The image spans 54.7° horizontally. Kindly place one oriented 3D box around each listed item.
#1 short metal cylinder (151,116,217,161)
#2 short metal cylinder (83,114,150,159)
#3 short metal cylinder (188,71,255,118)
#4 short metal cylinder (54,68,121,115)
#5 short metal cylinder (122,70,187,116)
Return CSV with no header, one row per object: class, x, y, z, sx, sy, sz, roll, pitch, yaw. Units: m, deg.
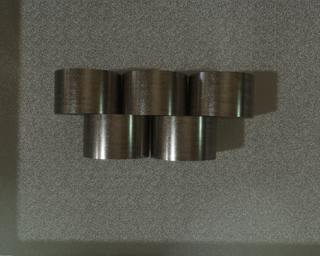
short metal cylinder,0.029,0.011,0.382,0.081,0.080,0.050,1,90,0
short metal cylinder,-0.053,0.009,0.382,0.081,0.080,0.050,1,90,0
short metal cylinder,0.074,-0.038,0.383,0.081,0.080,0.050,2,90,0
short metal cylinder,-0.088,-0.041,0.381,0.081,0.080,0.050,1,90,0
short metal cylinder,-0.007,-0.039,0.382,0.081,0.080,0.050,1,90,0
